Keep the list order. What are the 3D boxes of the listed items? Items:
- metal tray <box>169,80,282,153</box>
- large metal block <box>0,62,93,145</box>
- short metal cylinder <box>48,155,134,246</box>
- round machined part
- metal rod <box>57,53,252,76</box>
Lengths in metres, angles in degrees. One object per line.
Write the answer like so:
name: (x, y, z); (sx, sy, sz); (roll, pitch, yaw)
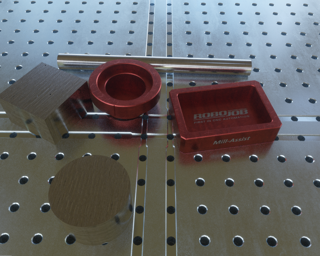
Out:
metal tray: (0.083, -0.018, 0.419); (0.131, 0.030, 0.090); (-7, 50, -6)
large metal block: (-0.152, -0.035, 0.420); (0.080, 0.050, 0.080); (24, 54, 18)
short metal cylinder: (-0.070, 0.076, 0.327); (0.081, 0.050, 0.080); (0, 50, 0)
round machined part: (-0.048, -0.051, 0.436); (0.099, 0.042, 0.098); (2, 50, -3)
metal rod: (-0.009, -0.101, 0.491); (0.302, 0.025, 0.025); (2, 50, 1)
